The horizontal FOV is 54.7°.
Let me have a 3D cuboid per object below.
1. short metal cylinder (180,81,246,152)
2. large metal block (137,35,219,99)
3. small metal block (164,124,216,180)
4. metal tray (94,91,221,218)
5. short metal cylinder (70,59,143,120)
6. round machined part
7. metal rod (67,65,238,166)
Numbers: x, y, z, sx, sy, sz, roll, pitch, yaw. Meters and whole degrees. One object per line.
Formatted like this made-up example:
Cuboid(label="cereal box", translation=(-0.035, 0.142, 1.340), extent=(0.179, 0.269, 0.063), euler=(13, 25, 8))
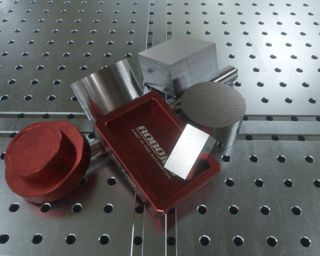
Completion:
Cuboid(label="short metal cylinder", translation=(0.066, -0.015, 0.404), extent=(0.081, 0.050, 0.080), euler=(0, 50, 0))
Cuboid(label="large metal block", translation=(0.027, -0.093, 0.455), extent=(0.081, 0.050, 0.080), euler=(-30, 37, -23))
Cuboid(label="small metal block", translation=(0.034, 0.027, 0.331), extent=(0.025, 0.050, 0.050), euler=(29, 91, 20))
Cuboid(label="metal tray", translation=(-0.005, 0.026, 0.364), extent=(0.091, 0.030, 0.130), euler=(-31, 69, -23))
Cuboid(label="short metal cylinder", translation=(-0.069, -0.051, 0.407), extent=(0.080, 0.050, 0.080), euler=(-24, 12, 6))
Cuboid(label="round machined part", translation=(-0.133, 0.031, 0.352), extent=(0.098, 0.042, 0.098), euler=(-8, 55, 13))
Cuboid(label="metal rod", translation=(-0.008, -0.014, 0.421), extent=(0.302, 0.025, 0.025), euler=(-31, 57, -23))
